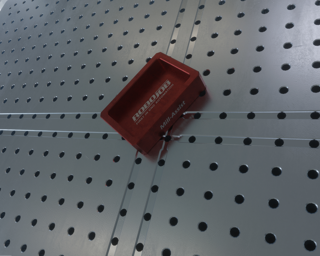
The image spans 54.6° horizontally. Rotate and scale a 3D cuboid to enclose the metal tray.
[{"bbox_3d":[-0.011,-0.038,0.435,0.130,0.030,0.090,-48,51,-6],"label":"metal tray"}]
